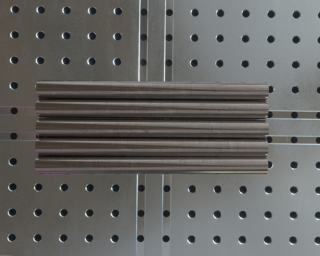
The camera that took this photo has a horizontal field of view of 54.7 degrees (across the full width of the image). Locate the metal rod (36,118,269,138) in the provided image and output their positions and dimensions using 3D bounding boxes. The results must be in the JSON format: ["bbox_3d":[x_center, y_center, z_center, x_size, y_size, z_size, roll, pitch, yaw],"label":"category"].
[{"bbox_3d":[-0.009,0.001,0.413,0.302,0.025,0.025,0,90,-1],"label":"metal rod"}]

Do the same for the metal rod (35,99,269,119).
[{"bbox_3d":[-0.010,-0.025,0.413,0.302,0.025,0.025,0,90,-1],"label":"metal rod"}]

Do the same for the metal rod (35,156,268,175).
[{"bbox_3d":[-0.010,0.050,0.413,0.302,0.025,0.025,0,90,-1],"label":"metal rod"}]

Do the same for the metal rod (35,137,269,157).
[{"bbox_3d":[-0.010,0.026,0.413,0.302,0.025,0.025,0,90,-1],"label":"metal rod"}]

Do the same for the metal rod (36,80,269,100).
[{"bbox_3d":[-0.009,-0.050,0.413,0.302,0.025,0.025,0,90,-1],"label":"metal rod"}]
